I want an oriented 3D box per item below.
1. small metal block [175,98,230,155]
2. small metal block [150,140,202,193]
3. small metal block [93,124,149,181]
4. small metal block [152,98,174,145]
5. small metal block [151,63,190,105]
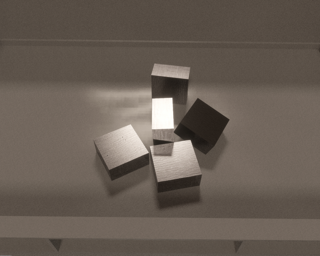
[{"bbox_3d":[0.054,-0.003,0.399,0.050,0.025,0.050,35,56,3],"label":"small metal block"},{"bbox_3d":[0.017,0.045,0.368,0.050,0.025,0.050,-8,51,-8],"label":"small metal block"},{"bbox_3d":[-0.047,0.029,0.380,0.050,0.025,0.050,-23,54,-18],"label":"small metal block"},{"bbox_3d":[0.004,-0.002,0.390,0.025,0.050,0.050,-2,50,2],"label":"small metal block"},{"bbox_3d":[0.015,-0.062,0.441,0.050,0.050,0.025,7,51,6],"label":"small metal block"}]
